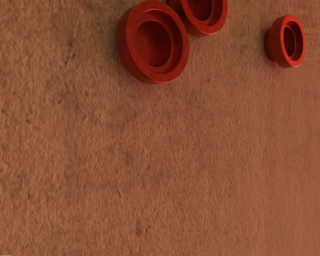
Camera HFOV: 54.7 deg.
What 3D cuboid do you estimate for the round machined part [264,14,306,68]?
[{"bbox_3d":[0.237,-0.164,0.596,0.099,0.042,0.097,0,90,-40],"label":"round machined part"}]

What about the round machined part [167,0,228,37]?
[{"bbox_3d":[0.048,-0.177,0.436,0.099,0.042,0.097,0,90,-40],"label":"round machined part"}]

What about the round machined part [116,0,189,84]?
[{"bbox_3d":[-0.013,-0.103,0.384,0.099,0.042,0.097,0,90,-40],"label":"round machined part"}]
